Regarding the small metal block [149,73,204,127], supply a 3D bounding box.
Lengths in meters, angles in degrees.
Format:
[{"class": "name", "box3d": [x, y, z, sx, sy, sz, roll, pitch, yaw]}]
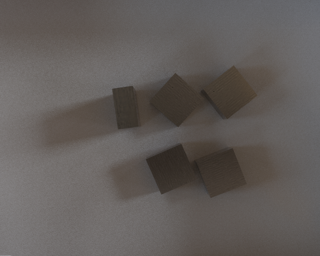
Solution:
[{"class": "small metal block", "box3d": [0.022, -0.036, 0.412, 0.050, 0.025, 0.050, 42, 90, -1]}]

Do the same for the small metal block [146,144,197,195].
[{"class": "small metal block", "box3d": [0.015, 0.053, 0.412, 0.050, 0.025, 0.050, -24, 90, -1]}]

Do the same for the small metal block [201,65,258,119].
[{"class": "small metal block", "box3d": [0.091, -0.046, 0.413, 0.050, 0.025, 0.050, -38, 91, 0]}]

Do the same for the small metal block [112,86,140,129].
[{"class": "small metal block", "box3d": [-0.042, -0.025, 0.398, 0.025, 0.050, 0.050, -8, 90, 0]}]

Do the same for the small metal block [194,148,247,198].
[{"class": "small metal block", "box3d": [0.080, 0.058, 0.413, 0.050, 0.025, 0.050, -21, 90, -1]}]
